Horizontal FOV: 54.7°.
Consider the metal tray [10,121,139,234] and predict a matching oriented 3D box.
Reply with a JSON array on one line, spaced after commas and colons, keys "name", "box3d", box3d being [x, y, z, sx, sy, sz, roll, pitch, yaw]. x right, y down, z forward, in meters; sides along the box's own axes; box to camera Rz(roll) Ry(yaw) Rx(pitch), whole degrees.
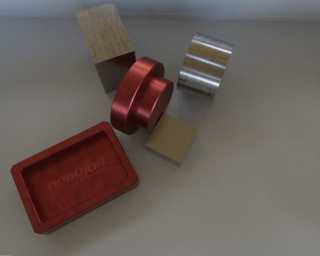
[{"name": "metal tray", "box3d": [-0.103, 0.060, 0.383, 0.131, 0.030, 0.090, -27, 73, -10]}]

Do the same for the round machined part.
[{"name": "round machined part", "box3d": [-0.017, -0.034, 0.383, 0.042, 0.098, 0.098, 26, 72, 11]}]

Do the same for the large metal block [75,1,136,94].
[{"name": "large metal block", "box3d": [-0.069, -0.105, 0.418, 0.050, 0.080, 0.080, -20, 72, -7]}]

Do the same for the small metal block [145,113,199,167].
[{"name": "small metal block", "box3d": [0.015, 0.016, 0.404, 0.050, 0.025, 0.050, 27, 72, 9]}]

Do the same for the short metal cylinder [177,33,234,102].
[{"name": "short metal cylinder", "box3d": [0.060, -0.080, 0.410, 0.050, 0.080, 0.080, 21, 71, 7]}]
